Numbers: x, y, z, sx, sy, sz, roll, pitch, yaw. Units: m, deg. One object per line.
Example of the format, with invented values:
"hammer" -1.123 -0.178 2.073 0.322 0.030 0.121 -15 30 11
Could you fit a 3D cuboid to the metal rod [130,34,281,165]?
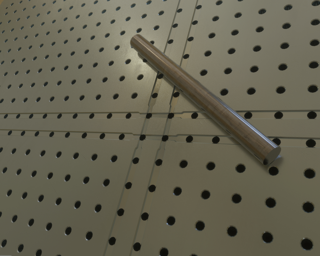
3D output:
"metal rod" 0.040 -0.057 0.421 0.025 0.025 0.300 -42 51 -1
